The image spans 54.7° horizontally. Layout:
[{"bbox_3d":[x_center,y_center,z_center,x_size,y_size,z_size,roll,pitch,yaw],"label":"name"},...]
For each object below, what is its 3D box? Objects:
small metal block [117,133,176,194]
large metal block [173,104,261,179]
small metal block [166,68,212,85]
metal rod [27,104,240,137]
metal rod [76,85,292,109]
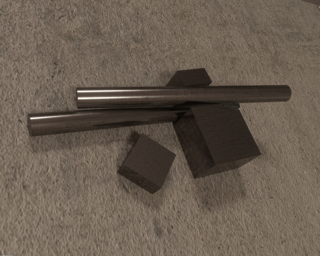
[{"bbox_3d":[-0.015,0.042,0.371,0.050,0.025,0.050,33,51,-7],"label":"small metal block"},{"bbox_3d":[0.076,0.016,0.421,0.081,0.050,0.080,-7,66,-32],"label":"large metal block"},{"bbox_3d":[0.038,-0.059,0.446,0.050,0.050,0.025,-13,69,-34],"label":"small metal block"},{"bbox_3d":[-0.011,-0.017,0.409,0.303,0.025,0.025,-6,65,-31],"label":"metal rod"},{"bbox_3d":[0.046,-0.043,0.411,0.303,0.025,0.025,-3,63,-20],"label":"metal rod"}]
